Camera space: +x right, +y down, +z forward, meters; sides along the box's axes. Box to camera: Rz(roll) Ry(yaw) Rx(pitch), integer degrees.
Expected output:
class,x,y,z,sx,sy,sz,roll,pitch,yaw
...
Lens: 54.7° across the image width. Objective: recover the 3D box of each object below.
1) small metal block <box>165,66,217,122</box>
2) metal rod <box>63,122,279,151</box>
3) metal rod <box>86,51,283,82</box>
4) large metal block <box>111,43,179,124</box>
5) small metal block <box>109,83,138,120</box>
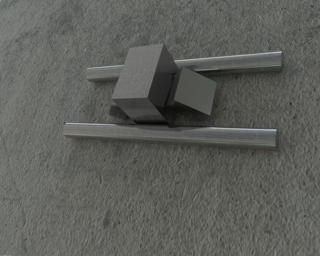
class,x,y,z,sx,sy,sz,roll,pitch,yaw
small metal block,0.040,-0.042,0.391,0.025,0.050,0.050,-39,32,60
metal rod,-0.007,0.008,0.403,0.300,0.025,0.025,2,63,28
metal rod,0.017,-0.085,0.447,0.300,0.025,0.025,2,63,28
large metal block,-0.010,-0.051,0.408,0.050,0.080,0.080,1,62,28
small metal block,-0.051,-0.046,0.441,0.025,0.050,0.050,18,66,-7
